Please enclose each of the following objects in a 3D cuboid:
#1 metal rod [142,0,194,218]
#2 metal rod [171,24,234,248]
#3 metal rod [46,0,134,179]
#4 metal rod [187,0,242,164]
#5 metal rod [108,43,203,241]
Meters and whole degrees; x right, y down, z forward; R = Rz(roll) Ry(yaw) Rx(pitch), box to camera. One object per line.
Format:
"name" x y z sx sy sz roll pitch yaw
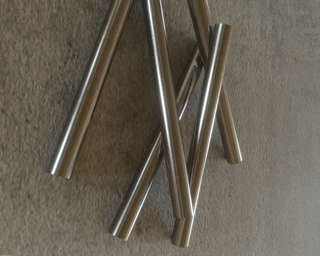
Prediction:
"metal rod" 0.007 -0.039 0.388 0.025 0.025 0.298 -6 87 -40
"metal rod" 0.055 0.015 0.415 0.025 0.025 0.298 5 98 -40
"metal rod" -0.062 -0.090 0.353 0.025 0.025 0.299 27 73 -37
"metal rod" 0.079 -0.073 0.444 0.025 0.025 0.298 -39 123 -33
"metal rod" 0.009 0.000 0.414 0.025 0.025 0.300 38 66 -34
